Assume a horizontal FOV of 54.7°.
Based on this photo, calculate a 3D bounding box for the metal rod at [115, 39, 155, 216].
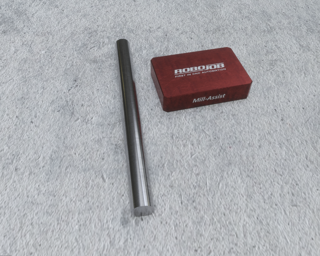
[{"bbox_3d":[-0.041,-0.025,0.423,0.025,0.025,0.300,-6,50,-6],"label":"metal rod"}]

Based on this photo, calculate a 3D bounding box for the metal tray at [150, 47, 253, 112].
[{"bbox_3d":[0.059,-0.076,0.464,0.131,0.030,0.090,-10,51,-9],"label":"metal tray"}]
